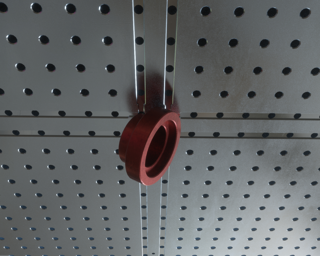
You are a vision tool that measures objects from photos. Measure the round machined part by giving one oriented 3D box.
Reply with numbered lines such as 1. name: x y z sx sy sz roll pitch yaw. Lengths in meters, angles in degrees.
1. round machined part: -0.015 0.020 0.392 0.042 0.098 0.097 20 135 25
